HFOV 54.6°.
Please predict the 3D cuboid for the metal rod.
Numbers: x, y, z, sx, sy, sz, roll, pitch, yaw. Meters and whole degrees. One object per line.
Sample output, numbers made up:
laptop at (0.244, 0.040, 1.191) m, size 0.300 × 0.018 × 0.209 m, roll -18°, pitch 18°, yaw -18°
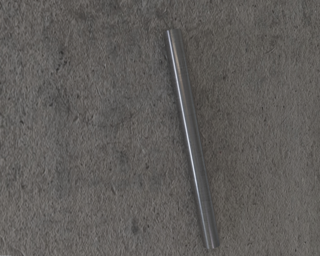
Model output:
metal rod at (0.044, 0.017, 0.424) m, size 0.025 × 0.025 × 0.298 m, roll -12°, pitch 94°, yaw -20°
